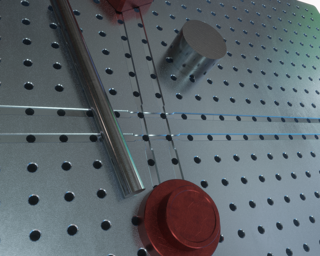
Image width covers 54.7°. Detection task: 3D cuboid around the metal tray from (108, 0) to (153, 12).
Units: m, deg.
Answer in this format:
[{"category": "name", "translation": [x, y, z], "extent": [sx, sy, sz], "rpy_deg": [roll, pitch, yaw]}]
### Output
[{"category": "metal tray", "translation": [-0.075, -0.263, 0.525], "extent": [0.130, 0.030, 0.091], "rpy_deg": [49, 51, 6]}]

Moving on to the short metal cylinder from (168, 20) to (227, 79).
[{"category": "short metal cylinder", "translation": [0.060, -0.128, 0.505], "extent": [0.081, 0.050, 0.080], "rpy_deg": [14, 56, -21]}]

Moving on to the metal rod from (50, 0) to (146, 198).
[{"category": "metal rod", "translation": [-0.087, -0.056, 0.396], "extent": [0.025, 0.025, 0.299], "rpy_deg": [-12, 68, -33]}]

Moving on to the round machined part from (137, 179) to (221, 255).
[{"category": "round machined part", "translation": [0.028, 0.104, 0.350], "extent": [0.099, 0.042, 0.098], "rpy_deg": [14, 56, -21]}]
